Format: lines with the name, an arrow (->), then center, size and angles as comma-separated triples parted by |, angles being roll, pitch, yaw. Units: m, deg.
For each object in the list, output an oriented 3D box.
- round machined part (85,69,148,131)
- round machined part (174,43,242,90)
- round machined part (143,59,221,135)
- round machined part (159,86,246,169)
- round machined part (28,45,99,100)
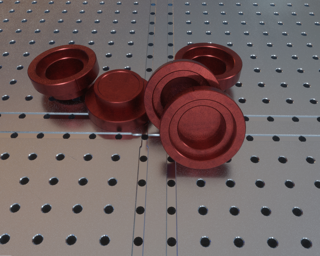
round machined part -> -0.056, -0.045, 0.435 | 0.099, 0.042, 0.098 | 0, 50, 0
round machined part -> 0.070, -0.084, 0.465 | 0.099, 0.042, 0.098 | 1, 45, -1
round machined part -> 0.029, -0.041, 0.404 | 0.099, 0.097, 0.042 | 2, 20, 1
round machined part -> 0.049, -0.003, 0.373 | 0.099, 0.097, 0.042 | 1, 20, 1
round machined part -> -0.138, -0.079, 0.458 | 0.098, 0.042, 0.098 | -3, 47, 4
